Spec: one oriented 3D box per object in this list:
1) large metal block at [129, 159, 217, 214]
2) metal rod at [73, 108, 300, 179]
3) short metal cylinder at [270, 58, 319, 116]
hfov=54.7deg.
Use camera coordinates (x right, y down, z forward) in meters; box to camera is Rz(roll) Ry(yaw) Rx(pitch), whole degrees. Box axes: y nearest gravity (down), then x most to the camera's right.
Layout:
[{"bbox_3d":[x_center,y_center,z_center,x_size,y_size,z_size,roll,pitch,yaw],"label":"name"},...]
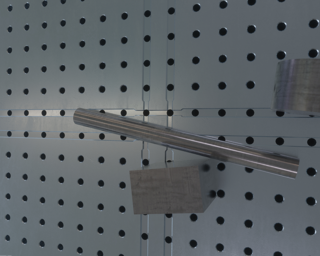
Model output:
[{"bbox_3d":[0.019,0.069,0.377,0.080,0.080,0.050,-7,88,20],"label":"large metal block"},{"bbox_3d":[0.019,0.015,0.405,0.301,0.025,0.025,13,95,19],"label":"metal rod"},{"bbox_3d":[0.162,-0.040,0.326,0.080,0.080,0.050,8,93,20],"label":"short metal cylinder"}]
